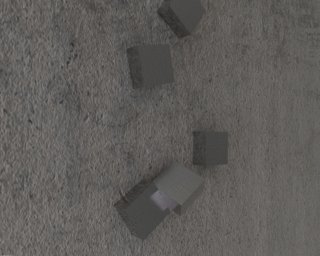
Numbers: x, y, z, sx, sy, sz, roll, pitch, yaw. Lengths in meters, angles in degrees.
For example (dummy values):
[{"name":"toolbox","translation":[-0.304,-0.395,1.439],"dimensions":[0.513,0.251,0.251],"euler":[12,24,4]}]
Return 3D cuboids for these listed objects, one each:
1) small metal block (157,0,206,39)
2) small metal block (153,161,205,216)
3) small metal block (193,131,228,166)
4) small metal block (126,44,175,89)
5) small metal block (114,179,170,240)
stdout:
[{"name":"small metal block","translation":[0.031,-0.162,0.430],"dimensions":[0.050,0.025,0.050],"euler":[44,64,-31]},{"name":"small metal block","translation":[0.023,0.077,0.404],"dimensions":[0.050,0.050,0.025],"euler":[-39,145,-33]},{"name":"small metal block","translation":[0.077,0.030,0.469],"dimensions":[0.050,0.025,0.050],"euler":[1,89,-40]},{"name":"small metal block","translation":[-0.011,-0.079,0.395],"dimensions":[0.050,0.025,0.050],"euler":[-16,100,-39]},{"name":"small metal block","translation":[-0.021,0.101,0.387],"dimensions":[0.050,0.025,0.050],"euler":[-40,114,-33]}]
